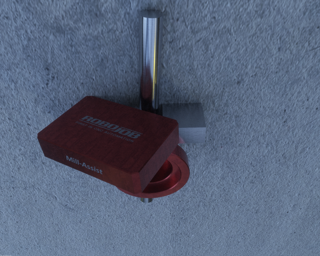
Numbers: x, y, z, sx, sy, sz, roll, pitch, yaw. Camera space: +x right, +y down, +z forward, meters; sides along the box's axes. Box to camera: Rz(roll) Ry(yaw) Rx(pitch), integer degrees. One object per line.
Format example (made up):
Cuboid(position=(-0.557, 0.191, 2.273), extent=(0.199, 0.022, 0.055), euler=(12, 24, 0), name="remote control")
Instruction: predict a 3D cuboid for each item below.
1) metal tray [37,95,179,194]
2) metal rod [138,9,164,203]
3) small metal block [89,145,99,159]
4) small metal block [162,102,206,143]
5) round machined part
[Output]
Cuboid(position=(-0.056, 0.012, 0.345), extent=(0.130, 0.090, 0.030), euler=(17, 133, 24), name="metal tray")
Cuboid(position=(-0.015, -0.002, 0.407), extent=(0.025, 0.025, 0.298), euler=(2, 130, -2), name="metal rod")
Cuboid(position=(-0.073, 0.016, 0.405), extent=(0.050, 0.050, 0.025), euler=(-15, 129, 12), name="small metal block")
Cuboid(position=(0.029, -0.007, 0.387), extent=(0.050, 0.050, 0.025), euler=(-1, 130, 0), name="small metal block")
Cuboid(position=(-0.013, 0.046, 0.400), extent=(0.099, 0.042, 0.097), euler=(-2, 134, -2), name="round machined part")
